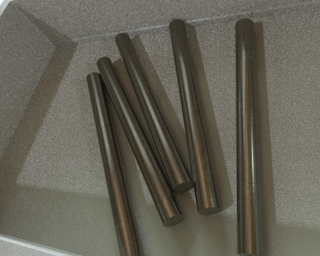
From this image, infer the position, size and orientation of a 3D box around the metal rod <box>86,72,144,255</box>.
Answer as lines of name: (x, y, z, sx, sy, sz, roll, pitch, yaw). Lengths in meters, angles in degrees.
metal rod: (-0.068, 0.031, 0.420, 0.025, 0.025, 0.299, -28, 52, 11)

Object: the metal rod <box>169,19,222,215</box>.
metal rod: (0.039, -0.037, 0.406, 0.025, 0.025, 0.299, -18, 55, 17)

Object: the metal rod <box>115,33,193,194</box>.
metal rod: (-0.019, -0.043, 0.440, 0.025, 0.025, 0.299, -30, 52, 9)

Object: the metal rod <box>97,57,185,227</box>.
metal rod: (-0.039, -0.004, 0.427, 0.025, 0.025, 0.300, -33, 52, 7)

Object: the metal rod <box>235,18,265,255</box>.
metal rod: (0.101, -0.012, 0.359, 0.025, 0.025, 0.299, -7, 59, 24)
